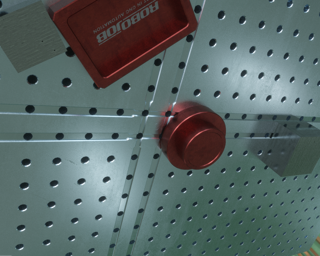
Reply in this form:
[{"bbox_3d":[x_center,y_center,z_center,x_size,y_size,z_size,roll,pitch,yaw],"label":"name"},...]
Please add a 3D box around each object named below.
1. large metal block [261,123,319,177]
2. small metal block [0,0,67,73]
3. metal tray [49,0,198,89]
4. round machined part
[{"bbox_3d":[0.242,0.037,0.554,0.081,0.050,0.079,0,119,-29],"label":"large metal block"},{"bbox_3d":[-0.124,-0.088,0.290,0.050,0.025,0.050,-28,128,-11],"label":"small metal block"},{"bbox_3d":[-0.033,-0.112,0.321,0.130,0.030,0.090,-34,129,-6],"label":"metal tray"},{"bbox_3d":[0.055,0.021,0.445,0.099,0.042,0.097,-14,124,-21],"label":"round machined part"}]
